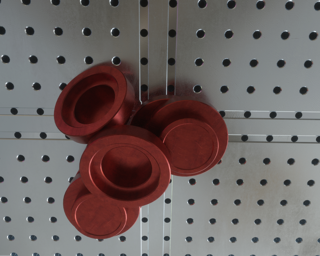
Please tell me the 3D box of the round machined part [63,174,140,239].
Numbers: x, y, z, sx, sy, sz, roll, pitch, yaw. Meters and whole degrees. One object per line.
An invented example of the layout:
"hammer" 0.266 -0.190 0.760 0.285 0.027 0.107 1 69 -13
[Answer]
"round machined part" -0.074 0.101 0.396 0.099 0.042 0.097 0 110 0

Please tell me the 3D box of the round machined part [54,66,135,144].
"round machined part" -0.074 -0.024 0.375 0.098 0.098 0.042 -26 143 9

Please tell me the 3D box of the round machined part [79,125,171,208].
"round machined part" -0.036 0.039 0.350 0.098 0.042 0.097 1 118 2

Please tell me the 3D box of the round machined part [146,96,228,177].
"round machined part" 0.031 0.015 0.364 0.099 0.042 0.097 0 110 0

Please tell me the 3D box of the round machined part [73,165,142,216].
"round machined part" -0.067 0.085 0.413 0.099 0.042 0.097 0 110 0

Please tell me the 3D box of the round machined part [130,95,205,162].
"round machined part" 0.010 0.011 0.386 0.099 0.042 0.097 0 110 0
